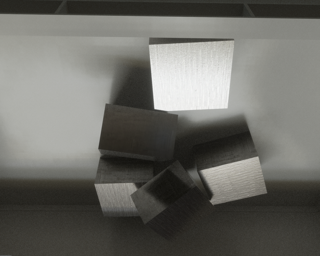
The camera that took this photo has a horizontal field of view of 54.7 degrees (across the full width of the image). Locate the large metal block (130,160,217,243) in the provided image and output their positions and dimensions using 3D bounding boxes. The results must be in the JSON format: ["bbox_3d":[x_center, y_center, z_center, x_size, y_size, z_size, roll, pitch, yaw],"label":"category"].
[{"bbox_3d":[0.020,0.103,0.428,0.080,0.050,0.080,-37,135,1],"label":"large metal block"}]

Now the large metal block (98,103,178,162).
[{"bbox_3d":[-0.028,0.009,0.374,0.081,0.050,0.080,9,170,-8],"label":"large metal block"}]

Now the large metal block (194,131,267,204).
[{"bbox_3d":[0.101,0.059,0.444,0.080,0.050,0.080,-16,129,13],"label":"large metal block"}]

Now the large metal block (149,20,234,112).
[{"bbox_3d":[0.032,-0.066,0.336,0.080,0.050,0.080,-3,130,2],"label":"large metal block"}]

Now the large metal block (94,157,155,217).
[{"bbox_3d":[-0.048,0.089,0.468,0.080,0.050,0.079,-2,130,2],"label":"large metal block"}]
